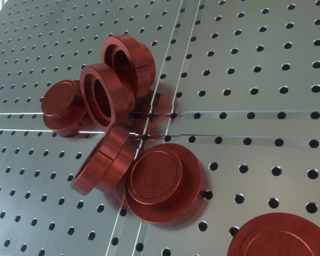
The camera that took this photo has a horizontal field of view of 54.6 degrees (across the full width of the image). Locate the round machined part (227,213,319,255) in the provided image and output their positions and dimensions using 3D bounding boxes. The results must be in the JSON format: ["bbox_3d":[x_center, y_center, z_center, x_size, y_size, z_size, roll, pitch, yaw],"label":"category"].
[{"bbox_3d":[0.105,0.122,0.268,0.098,0.042,0.098,-13,56,21],"label":"round machined part"}]

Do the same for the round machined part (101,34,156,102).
[{"bbox_3d":[-0.043,-0.087,0.451,0.042,0.097,0.098,-23,43,-32],"label":"round machined part"}]

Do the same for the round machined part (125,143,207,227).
[{"bbox_3d":[0.001,0.061,0.360,0.098,0.042,0.098,-13,56,21],"label":"round machined part"}]

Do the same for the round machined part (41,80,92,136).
[{"bbox_3d":[-0.151,-0.039,0.503,0.098,0.042,0.098,-13,56,21],"label":"round machined part"}]

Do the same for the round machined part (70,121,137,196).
[{"bbox_3d":[-0.065,0.043,0.385,0.098,0.042,0.098,-51,11,15],"label":"round machined part"}]

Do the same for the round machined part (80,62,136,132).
[{"bbox_3d":[-0.071,-0.045,0.440,0.042,0.097,0.098,-23,43,-32],"label":"round machined part"}]
